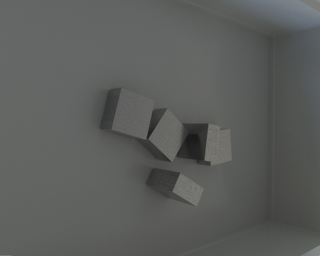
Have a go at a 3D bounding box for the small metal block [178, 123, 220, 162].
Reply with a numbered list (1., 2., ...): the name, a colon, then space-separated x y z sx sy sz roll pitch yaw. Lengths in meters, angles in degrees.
1. small metal block: 0.055 0.020 0.436 0.025 0.050 0.050 13 82 -40

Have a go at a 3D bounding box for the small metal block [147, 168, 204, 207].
1. small metal block: 0.020 0.077 0.406 0.050 0.050 0.025 38 68 -35

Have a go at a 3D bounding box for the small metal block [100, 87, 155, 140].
1. small metal block: -0.038 -0.016 0.373 0.050 0.025 0.050 20 78 -39

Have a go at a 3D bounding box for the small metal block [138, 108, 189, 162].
1. small metal block: 0.005 0.009 0.409 0.050 0.025 0.050 46 62 -30

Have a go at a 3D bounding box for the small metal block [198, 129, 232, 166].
1. small metal block: 0.084 0.028 0.477 0.050 0.025 0.050 -7 95 -40
